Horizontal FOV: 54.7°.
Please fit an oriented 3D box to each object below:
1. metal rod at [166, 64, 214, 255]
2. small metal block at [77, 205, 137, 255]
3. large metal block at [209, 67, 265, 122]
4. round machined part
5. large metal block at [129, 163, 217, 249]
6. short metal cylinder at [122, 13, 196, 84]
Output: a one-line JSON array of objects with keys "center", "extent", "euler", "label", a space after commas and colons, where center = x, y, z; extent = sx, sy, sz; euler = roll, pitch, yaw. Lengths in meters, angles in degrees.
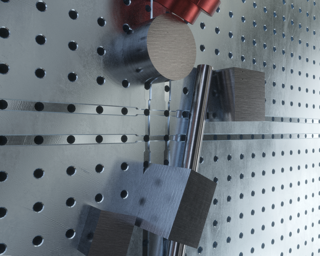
[{"center": [0.043, 0.055, 0.444], "extent": [0.025, 0.025, 0.299], "euler": [17, 80, -39], "label": "metal rod"}, {"center": [-0.060, 0.121, 0.359], "extent": [0.050, 0.025, 0.050], "euler": [24, 75, -38], "label": "small metal block"}, {"center": [0.124, -0.050, 0.497], "extent": [0.081, 0.050, 0.079], "euler": [-1, 91, -40], "label": "large metal block"}, {"center": [0.025, -0.168, 0.395], "extent": [0.099, 0.098, 0.042], "euler": [17, 115, -39], "label": "round machined part"}, {"center": [0.014, 0.093, 0.385], "extent": [0.050, 0.080, 0.080], "euler": [33, 70, -36], "label": "large metal block"}, {"center": [0.000, -0.098, 0.393], "extent": [0.081, 0.050, 0.079], "euler": [0, 90, -40], "label": "short metal cylinder"}]
